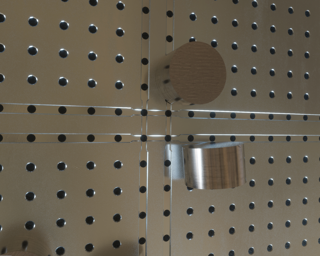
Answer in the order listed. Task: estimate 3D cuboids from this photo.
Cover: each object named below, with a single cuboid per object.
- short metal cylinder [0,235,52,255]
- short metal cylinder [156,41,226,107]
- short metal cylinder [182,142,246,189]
[{"bbox_3d":[-0.159,0.166,0.341,0.081,0.050,0.079,0,90,-20],"label":"short metal cylinder"},{"bbox_3d":[0.040,-0.070,0.414,0.081,0.050,0.079,0,90,-20],"label":"short metal cylinder"},{"bbox_3d":[0.071,0.047,0.410,0.081,0.080,0.050,-5,92,-20],"label":"short metal cylinder"}]
